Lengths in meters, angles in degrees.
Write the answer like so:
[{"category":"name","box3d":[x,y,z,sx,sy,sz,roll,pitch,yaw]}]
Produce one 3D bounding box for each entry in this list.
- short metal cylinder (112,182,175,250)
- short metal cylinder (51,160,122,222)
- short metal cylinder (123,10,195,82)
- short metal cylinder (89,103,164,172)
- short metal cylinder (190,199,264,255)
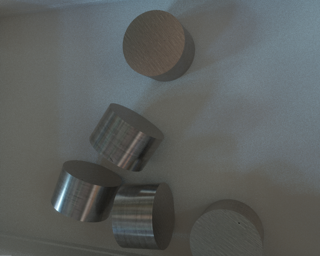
[{"category":"short metal cylinder","box3d":[-0.018,0.109,0.388,0.050,0.080,0.080,-5,89,20]},{"category":"short metal cylinder","box3d":[-0.098,0.083,0.416,0.080,0.080,0.050,23,98,18]},{"category":"short metal cylinder","box3d":[0.000,-0.103,0.397,0.080,0.050,0.080,0,90,20]},{"category":"short metal cylinder","box3d":[-0.042,0.011,0.396,0.080,0.080,0.050,37,102,16]},{"category":"short metal cylinder","box3d":[0.081,0.130,0.369,0.080,0.050,0.080,0,90,20]}]
